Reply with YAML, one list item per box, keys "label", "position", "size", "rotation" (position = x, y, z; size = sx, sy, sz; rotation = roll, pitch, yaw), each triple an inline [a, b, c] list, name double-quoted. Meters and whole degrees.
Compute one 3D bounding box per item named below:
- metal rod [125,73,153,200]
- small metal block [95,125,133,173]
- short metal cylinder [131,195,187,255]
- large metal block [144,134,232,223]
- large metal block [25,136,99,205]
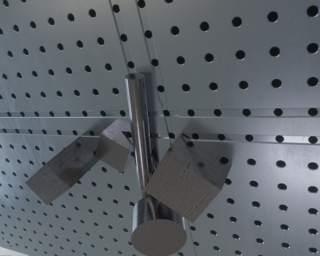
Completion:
- label: "metal rod"
  position: [-0.023, 0.064, 0.462]
  size: [0.025, 0.025, 0.298]
  rotation: [10, 123, 23]
- label: "small metal block"
  position: [-0.066, 0.032, 0.466]
  size: [0.050, 0.025, 0.050]
  rotation: [29, 128, 10]
- label: "short metal cylinder"
  position: [-0.002, 0.147, 0.468]
  size: [0.081, 0.050, 0.079]
  rotation: [-1, 120, -2]
- label: "large metal block"
  position: [0.036, 0.068, 0.418]
  size: [0.080, 0.050, 0.079]
  rotation: [33, 129, 6]
- label: "large metal block"
  position: [-0.155, 0.068, 0.500]
  size: [0.050, 0.080, 0.080]
  rotation: [49, 129, -7]
